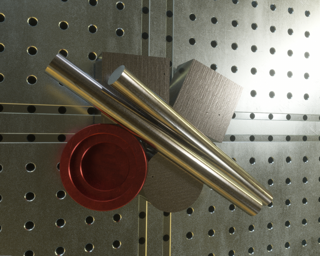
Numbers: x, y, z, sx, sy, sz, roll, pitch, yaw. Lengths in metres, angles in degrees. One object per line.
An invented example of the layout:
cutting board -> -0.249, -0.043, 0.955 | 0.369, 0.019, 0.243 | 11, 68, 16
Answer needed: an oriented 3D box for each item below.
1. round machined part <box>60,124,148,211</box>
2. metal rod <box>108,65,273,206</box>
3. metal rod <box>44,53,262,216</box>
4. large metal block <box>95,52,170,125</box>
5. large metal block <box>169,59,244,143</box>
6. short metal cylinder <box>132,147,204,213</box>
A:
round machined part -> -0.062, 0.045, 0.365 | 0.099, 0.042, 0.097 | 0, 87, 3
metal rod -> 0.057, 0.026, 0.390 | 0.301, 0.025, 0.025 | 38, 78, -31
metal rod -> 0.007, 0.019, 0.357 | 0.301, 0.025, 0.025 | 36, 78, -18
large metal block -> -0.035, -0.044, 0.379 | 0.081, 0.050, 0.079 | 1, 90, -20
large metal block -> 0.052, -0.034, 0.414 | 0.080, 0.050, 0.080 | 26, 82, -18
short metal cylinder -> 0.009, 0.062, 0.398 | 0.081, 0.050, 0.079 | 0, 90, -20
